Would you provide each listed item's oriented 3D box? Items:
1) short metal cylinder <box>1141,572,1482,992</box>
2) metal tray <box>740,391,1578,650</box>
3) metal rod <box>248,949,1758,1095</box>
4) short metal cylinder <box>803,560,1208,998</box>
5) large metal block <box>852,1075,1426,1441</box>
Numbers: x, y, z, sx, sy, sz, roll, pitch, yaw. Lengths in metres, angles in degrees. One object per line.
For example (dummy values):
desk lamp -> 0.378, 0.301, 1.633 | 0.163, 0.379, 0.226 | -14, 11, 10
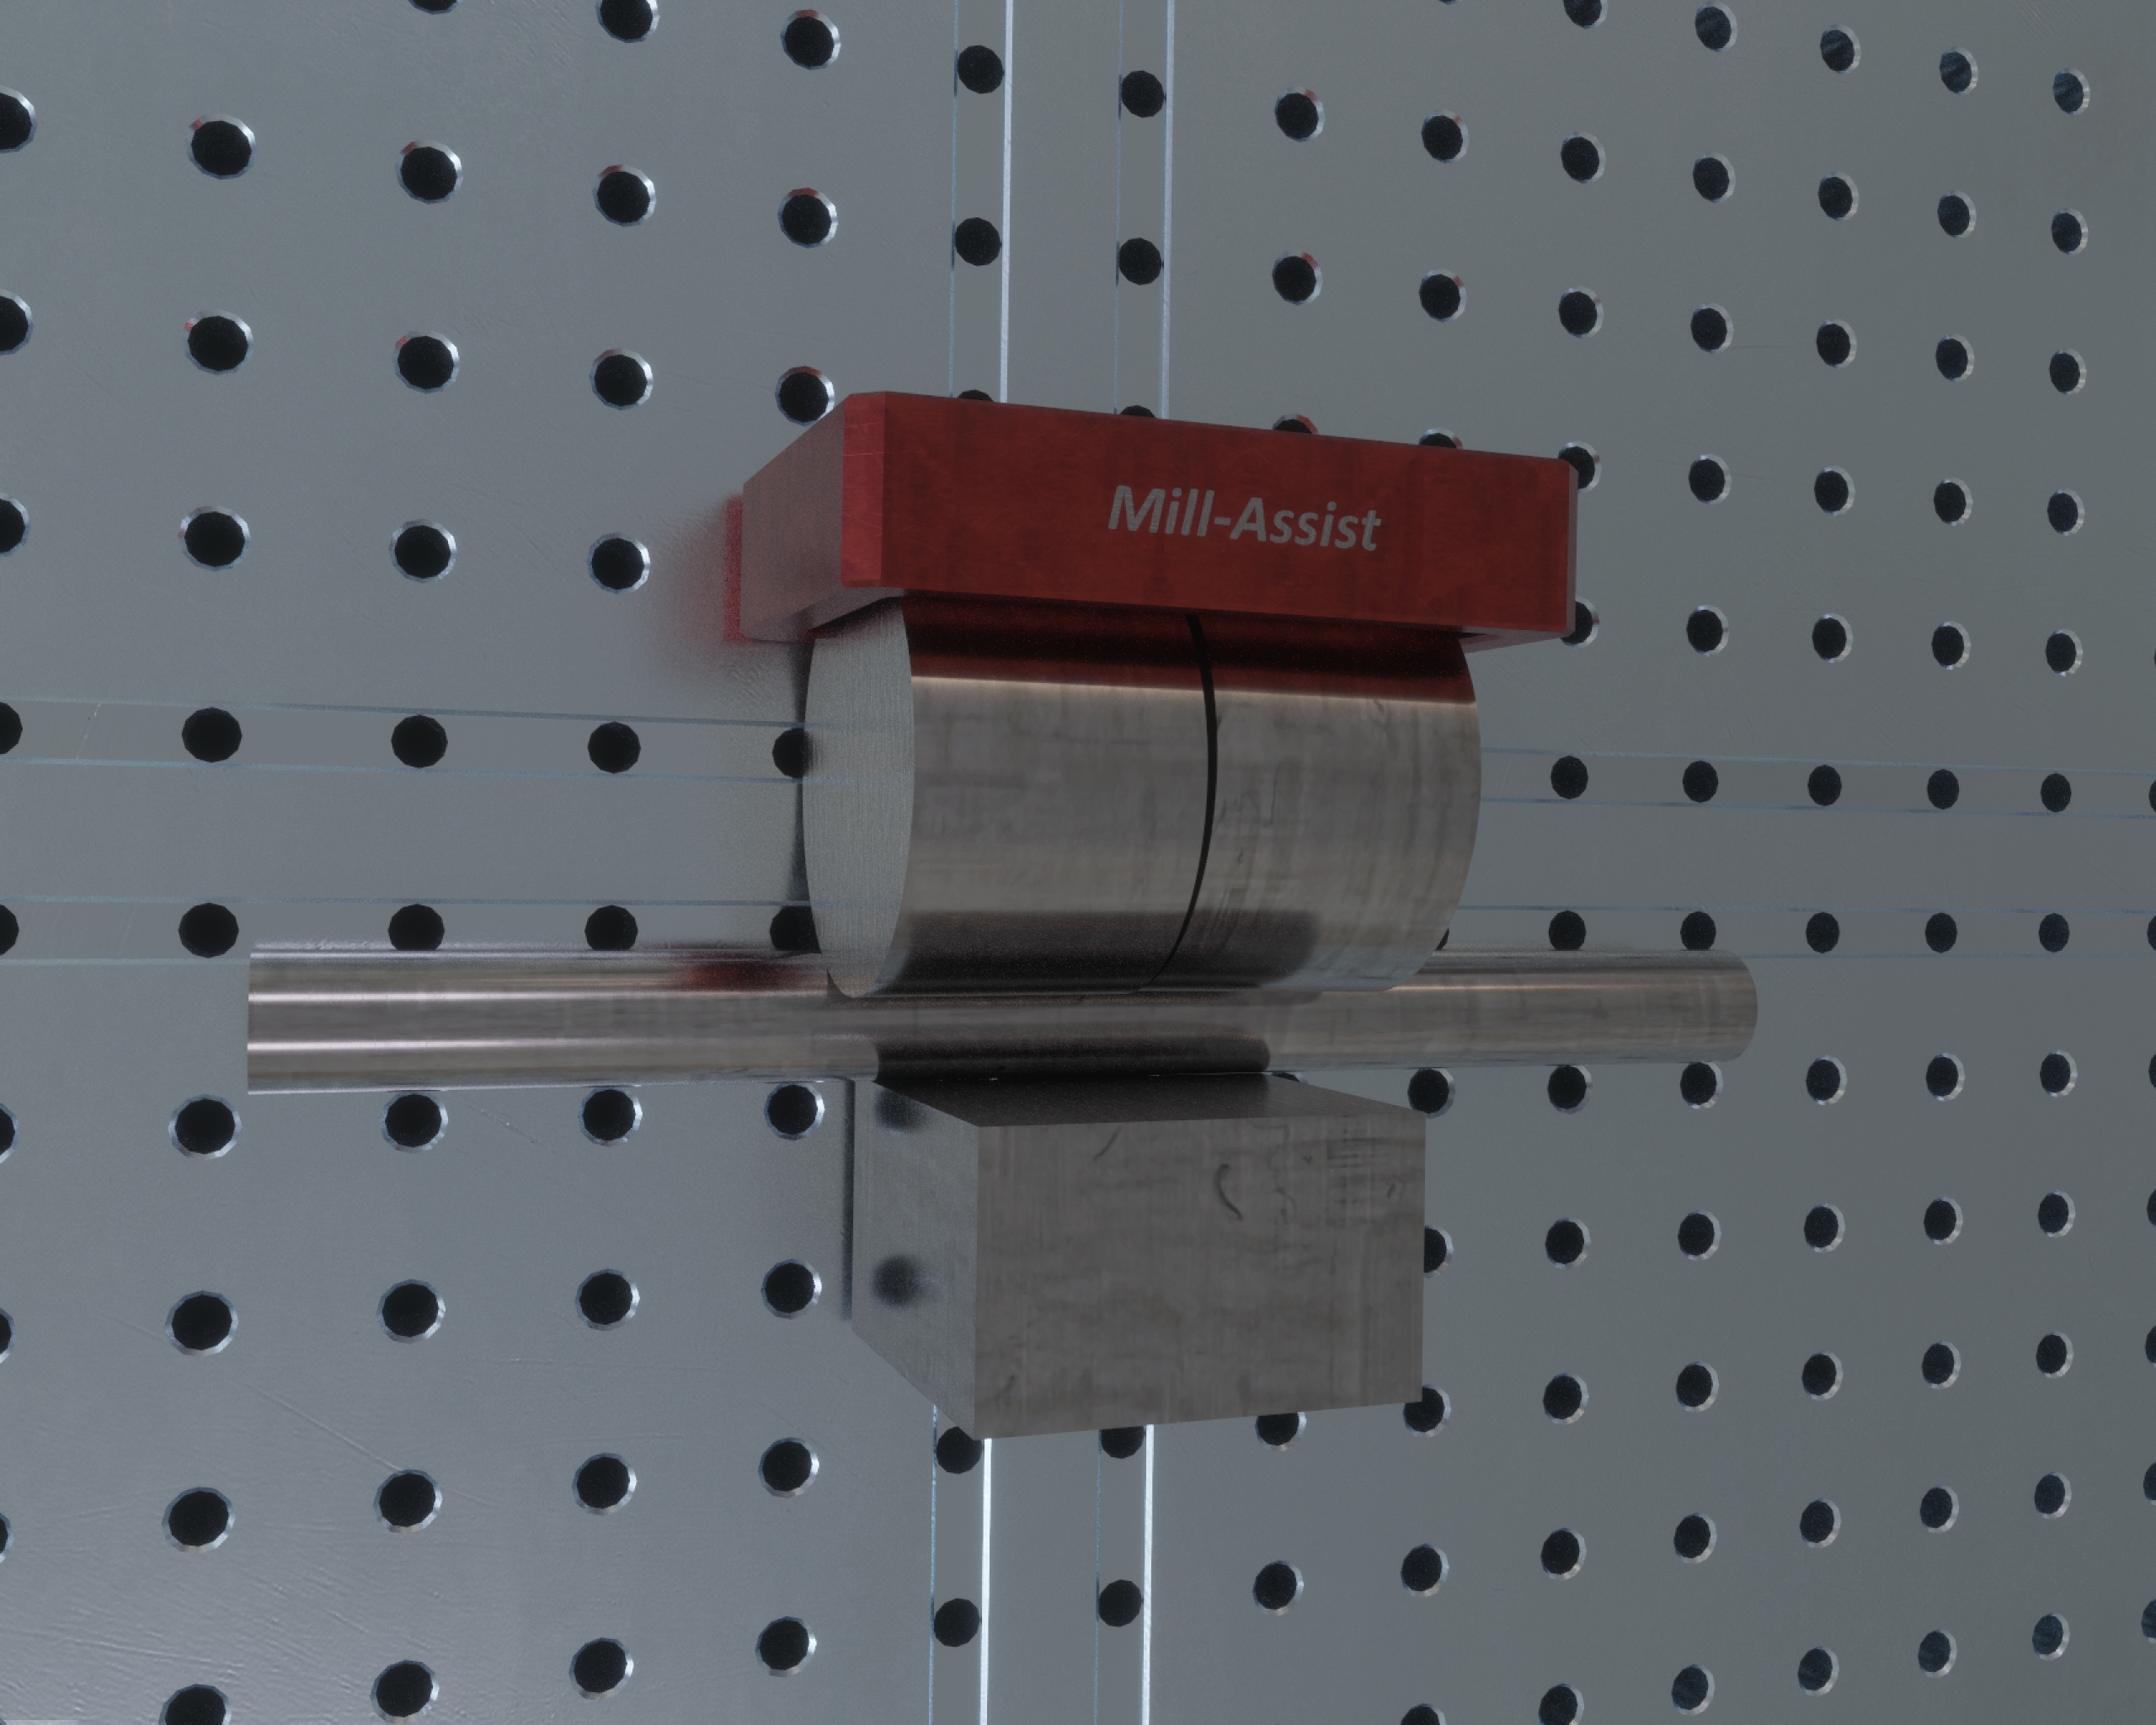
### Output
short metal cylinder -> 0.033, -0.016, 0.393 | 0.050, 0.080, 0.079 | 2, 90, -20
metal tray -> 0.012, -0.056, 0.378 | 0.131, 0.090, 0.030 | 1, 90, -20
metal rod -> 0.000, 0.029, 0.409 | 0.303, 0.025, 0.025 | 1, 90, -20
short metal cylinder -> -0.016, -0.016, 0.375 | 0.050, 0.080, 0.079 | 1, 90, -20
large metal block -> 0.008, 0.067, 0.382 | 0.081, 0.080, 0.050 | 1, 90, -20
